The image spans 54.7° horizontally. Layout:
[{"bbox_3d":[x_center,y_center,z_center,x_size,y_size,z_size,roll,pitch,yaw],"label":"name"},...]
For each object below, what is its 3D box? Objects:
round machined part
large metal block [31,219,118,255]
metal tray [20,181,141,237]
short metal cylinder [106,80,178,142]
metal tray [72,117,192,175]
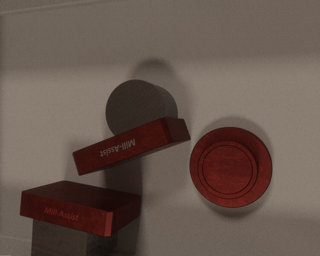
[{"bbox_3d":[0.083,0.047,0.372,0.098,0.042,0.097,0,90,19],"label":"round machined part"},{"bbox_3d":[-0.112,0.142,0.419,0.080,0.080,0.050,4,92,19],"label":"large metal block"},{"bbox_3d":[-0.102,0.102,0.410,0.130,0.090,0.030,7,93,19],"label":"metal tray"},{"bbox_3d":[-0.023,-0.020,0.404,0.080,0.050,0.079,0,89,20],"label":"short metal cylinder"},{"bbox_3d":[-0.033,0.023,0.400,0.130,0.090,0.030,-21,83,19],"label":"metal tray"}]
